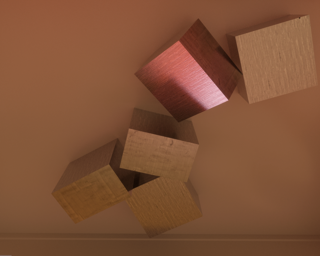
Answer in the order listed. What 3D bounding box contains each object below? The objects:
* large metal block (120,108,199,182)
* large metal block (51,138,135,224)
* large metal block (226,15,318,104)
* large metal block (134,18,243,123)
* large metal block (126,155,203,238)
[{"bbox_3d":[-0.001,0.018,0.389,0.081,0.080,0.050,13,110,-5],"label":"large metal block"},{"bbox_3d":[-0.082,0.066,0.405,0.080,0.080,0.050,-27,108,9],"label":"large metal block"},{"bbox_3d":[0.132,-0.083,0.369,0.080,0.050,0.080,-16,110,5],"label":"large metal block"},{"bbox_3d":[0.032,-0.062,0.355,0.080,0.050,0.080,47,141,-16],"label":"large metal block"},{"bbox_3d":[0.004,0.094,0.433,0.080,0.050,0.080,-26,109,8],"label":"large metal block"}]
